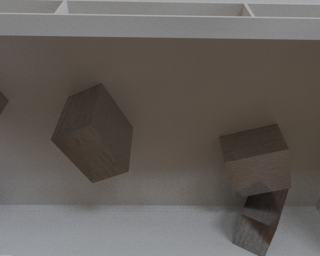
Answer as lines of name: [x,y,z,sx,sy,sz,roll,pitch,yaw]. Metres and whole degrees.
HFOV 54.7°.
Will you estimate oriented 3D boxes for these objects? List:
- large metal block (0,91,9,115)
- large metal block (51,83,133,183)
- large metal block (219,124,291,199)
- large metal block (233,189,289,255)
large metal block: [-0.230,-0.030,0.345,0.050,0.080,0.080,-15,129,13]
large metal block: [-0.077,0.006,0.377,0.050,0.080,0.080,-20,128,16]
large metal block: [0.133,0.048,0.435,0.080,0.050,0.080,-13,129,11]
large metal block: [0.156,0.137,0.481,0.050,0.080,0.079,20,134,22]
